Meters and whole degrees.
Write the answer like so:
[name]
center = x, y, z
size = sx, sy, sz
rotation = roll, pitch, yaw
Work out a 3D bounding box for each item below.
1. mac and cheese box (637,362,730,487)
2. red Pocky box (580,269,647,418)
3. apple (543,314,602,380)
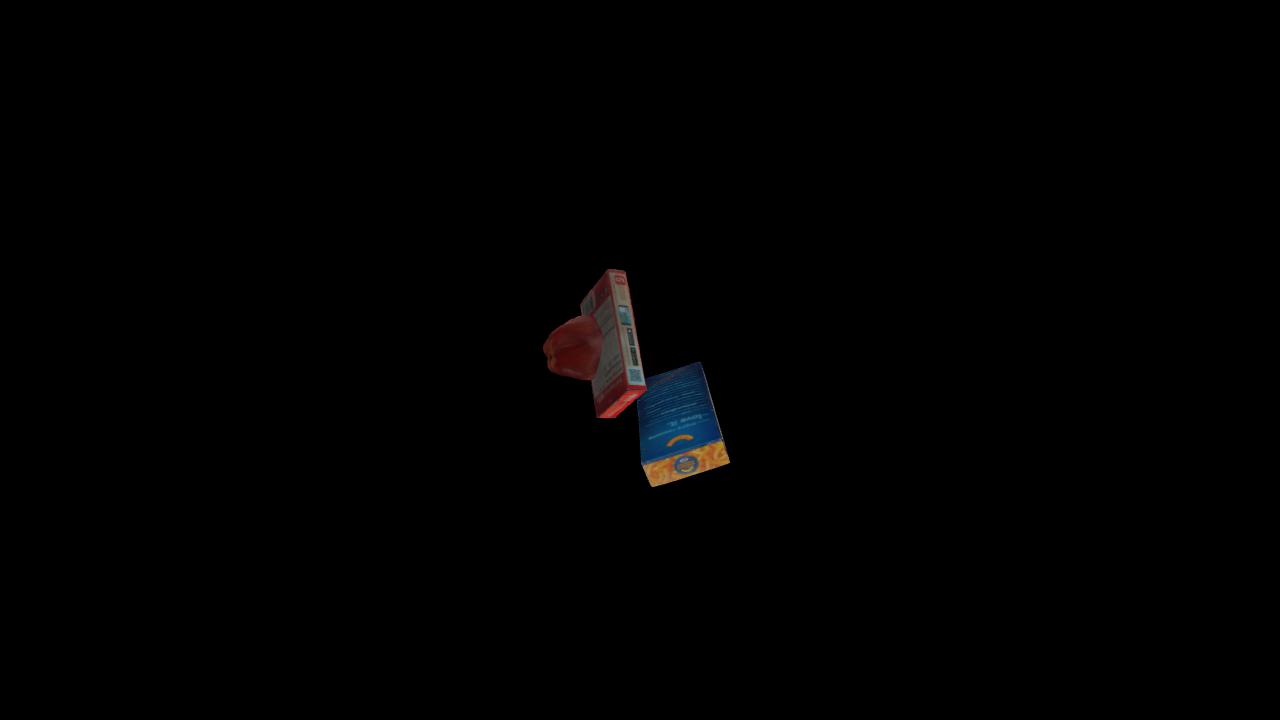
[mac and cheese box]
center = 0.045, 0.070, 0.735
size = 0.093, 0.041, 0.184
rotation = -17, 26, 7
[red Pocky box]
center = -0.033, -0.018, 0.708
size = 0.028, 0.155, 0.083
rotation = 5, -29, -30
[apple]
center = -0.064, -0.013, 0.728
size = 0.093, 0.079, 0.079
rotation = -12, 6, -30
